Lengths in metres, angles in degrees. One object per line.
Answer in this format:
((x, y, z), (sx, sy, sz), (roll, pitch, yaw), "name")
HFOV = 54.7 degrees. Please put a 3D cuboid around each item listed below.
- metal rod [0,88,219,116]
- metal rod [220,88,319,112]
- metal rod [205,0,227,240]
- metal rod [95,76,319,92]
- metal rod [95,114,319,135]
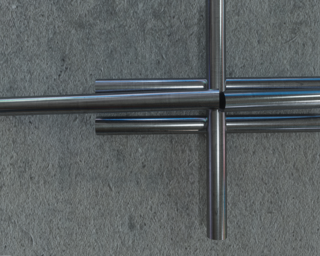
((-0.080, -0.031, 0.385), (0.302, 0.025, 0.025), (-1, 90, 9), "metal rod")
((0.220, -0.038, 0.389), (0.302, 0.025, 0.025), (-3, 90, -11), "metal rod")
((0.070, -0.013, 0.387), (0.025, 0.025, 0.298), (0, 90, -1), "metal rod")
((0.068, -0.055, 0.411), (0.302, 0.025, 0.025), (-1, 90, -1), "metal rod")
((0.068, -0.005, 0.411), (0.302, 0.025, 0.025), (-1, 90, -1), "metal rod")
